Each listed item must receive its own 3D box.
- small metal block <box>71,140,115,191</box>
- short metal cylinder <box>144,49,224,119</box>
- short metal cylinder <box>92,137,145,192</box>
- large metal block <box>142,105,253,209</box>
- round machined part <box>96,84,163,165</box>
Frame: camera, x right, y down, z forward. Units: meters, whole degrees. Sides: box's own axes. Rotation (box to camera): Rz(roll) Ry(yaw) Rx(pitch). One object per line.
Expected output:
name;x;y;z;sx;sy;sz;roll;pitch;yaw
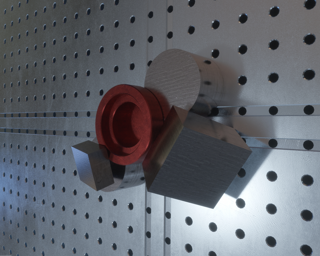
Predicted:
small metal block;-0.087;0.047;0.400;0.050;0.025;0.050;13;118;51
short metal cylinder;0.028;-0.050;0.370;0.080;0.050;0.079;0;90;40
short metal cylinder;-0.059;0.047;0.441;0.080;0.050;0.079;0;90;40
large metal block;0.036;0.032;0.335;0.080;0.081;0.050;-62;21;21
round machined part;-0.033;-0.004;0.387;0.098;0.042;0.097;0;90;40
